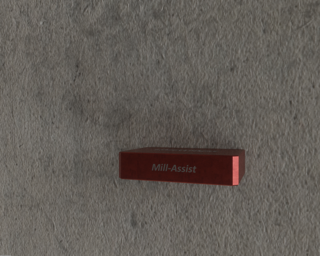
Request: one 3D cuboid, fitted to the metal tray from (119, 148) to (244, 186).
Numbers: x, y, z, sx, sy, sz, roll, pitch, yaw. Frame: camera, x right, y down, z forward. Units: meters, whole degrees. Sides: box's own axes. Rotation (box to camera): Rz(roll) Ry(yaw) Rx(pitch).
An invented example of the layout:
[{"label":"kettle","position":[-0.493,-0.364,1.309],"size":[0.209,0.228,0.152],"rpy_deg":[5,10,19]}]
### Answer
[{"label":"metal tray","position":[0.029,0.041,0.363],"size":[0.130,0.090,0.030],"rpy_deg":[0,90,19]}]
